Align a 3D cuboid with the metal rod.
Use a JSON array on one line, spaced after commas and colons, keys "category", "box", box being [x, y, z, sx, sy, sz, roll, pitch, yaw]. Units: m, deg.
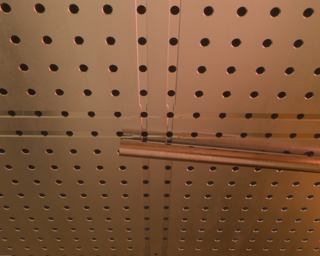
[{"category": "metal rod", "box": [0.094, 0.041, 0.446, 0.302, 0.025, 0.025, 5, 130, -5]}]
